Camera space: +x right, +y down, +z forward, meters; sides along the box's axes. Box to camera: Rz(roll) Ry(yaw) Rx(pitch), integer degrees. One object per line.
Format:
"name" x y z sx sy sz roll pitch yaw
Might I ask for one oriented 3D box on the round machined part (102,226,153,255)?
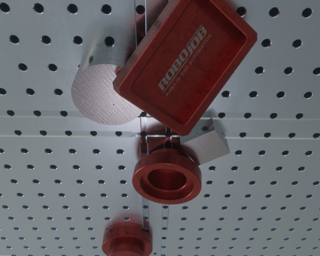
"round machined part" -0.064 0.236 0.601 0.099 0.042 0.097 0 130 0

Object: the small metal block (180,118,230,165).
"small metal block" 0.062 0.020 0.430 0.050 0.025 0.050 -25 126 19

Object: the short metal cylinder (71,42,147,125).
"short metal cylinder" -0.055 -0.050 0.353 0.081 0.050 0.079 0 130 0

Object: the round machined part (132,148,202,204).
"round machined part" 0.011 0.067 0.453 0.099 0.042 0.097 4 134 4

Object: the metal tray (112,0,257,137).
"metal tray" 0.026 -0.068 0.312 0.090 0.030 0.130 34 94 -26
